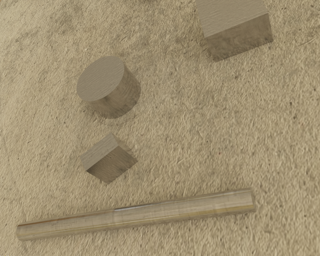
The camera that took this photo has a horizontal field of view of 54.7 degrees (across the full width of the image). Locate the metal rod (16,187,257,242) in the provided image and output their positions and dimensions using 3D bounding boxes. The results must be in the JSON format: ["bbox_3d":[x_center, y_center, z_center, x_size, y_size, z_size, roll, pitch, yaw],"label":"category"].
[{"bbox_3d":[-0.044,0.105,0.361,0.301,0.025,0.025,-14,56,20],"label":"metal rod"}]

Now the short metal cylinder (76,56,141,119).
[{"bbox_3d":[-0.076,-0.060,0.463,0.080,0.050,0.080,-13,56,20],"label":"short metal cylinder"}]

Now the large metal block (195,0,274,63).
[{"bbox_3d":[0.101,-0.148,0.425,0.080,0.050,0.080,-18,55,17],"label":"large metal block"}]

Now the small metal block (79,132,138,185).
[{"bbox_3d":[-0.064,0.040,0.396,0.050,0.050,0.025,-38,51,2],"label":"small metal block"}]
